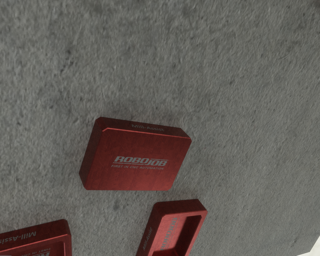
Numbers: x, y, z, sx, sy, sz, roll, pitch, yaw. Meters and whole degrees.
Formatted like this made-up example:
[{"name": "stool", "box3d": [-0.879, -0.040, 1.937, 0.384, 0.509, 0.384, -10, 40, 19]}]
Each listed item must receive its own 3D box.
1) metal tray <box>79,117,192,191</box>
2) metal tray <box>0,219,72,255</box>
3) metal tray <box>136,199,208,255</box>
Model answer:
[{"name": "metal tray", "box3d": [-0.031, 0.039, 0.412, 0.131, 0.030, 0.089, 8, 115, -32]}, {"name": "metal tray", "box3d": [-0.187, 0.178, 0.412, 0.131, 0.030, 0.089, -7, 122, -25]}, {"name": "metal tray", "box3d": [0.018, 0.184, 0.529, 0.091, 0.030, 0.129, 4, 117, -31]}]
